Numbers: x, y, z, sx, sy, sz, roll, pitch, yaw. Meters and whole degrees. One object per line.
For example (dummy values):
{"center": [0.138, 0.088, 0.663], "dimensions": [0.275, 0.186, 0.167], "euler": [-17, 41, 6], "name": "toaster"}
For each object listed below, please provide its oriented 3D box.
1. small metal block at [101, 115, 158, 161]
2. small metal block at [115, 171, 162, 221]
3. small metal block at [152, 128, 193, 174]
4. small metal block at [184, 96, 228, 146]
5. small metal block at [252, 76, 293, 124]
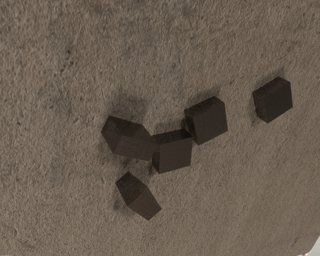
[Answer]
{"center": [-0.038, 0.013, 0.379], "dimensions": [0.050, 0.050, 0.025], "euler": [16, 110, -35], "name": "small metal block"}
{"center": [-0.030, 0.095, 0.435], "dimensions": [0.025, 0.050, 0.050], "euler": [-42, 130, 1], "name": "small metal block"}
{"center": [0.017, 0.032, 0.438], "dimensions": [0.050, 0.025, 0.050], "euler": [-12, 124, -22], "name": "small metal block"}
{"center": [0.066, -0.010, 0.439], "dimensions": [0.050, 0.025, 0.050], "euler": [-26, 128, -13], "name": "small metal block"}
{"center": [0.175, -0.043, 0.478], "dimensions": [0.050, 0.025, 0.050], "euler": [-32, 129, -8], "name": "small metal block"}
